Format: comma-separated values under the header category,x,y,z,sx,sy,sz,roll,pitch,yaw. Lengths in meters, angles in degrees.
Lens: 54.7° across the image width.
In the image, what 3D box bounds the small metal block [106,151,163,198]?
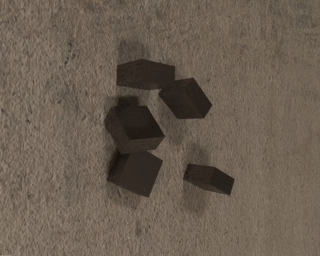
category,x,y,z,sx,sy,sz,roll,pitch,yaw
small metal block,-0.030,0.052,0.382,0.050,0.025,0.050,35,69,-35

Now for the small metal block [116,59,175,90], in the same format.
category,x,y,z,sx,sy,sz,roll,pitch,yaw
small metal block,-0.017,-0.063,0.375,0.050,0.050,0.025,3,88,-40

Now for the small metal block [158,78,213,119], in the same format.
category,x,y,z,sx,sy,sz,roll,pitch,yaw
small metal block,0.034,-0.039,0.419,0.050,0.050,0.025,50,60,-29

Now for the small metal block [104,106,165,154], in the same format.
category,x,y,z,sx,sy,sz,roll,pitch,yaw
small metal block,-0.030,0.001,0.364,0.050,0.025,0.050,-5,52,-40

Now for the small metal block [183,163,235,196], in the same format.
category,x,y,z,sx,sy,sz,roll,pitch,yaw
small metal block,0.071,0.075,0.451,0.050,0.050,0.025,32,70,-36
